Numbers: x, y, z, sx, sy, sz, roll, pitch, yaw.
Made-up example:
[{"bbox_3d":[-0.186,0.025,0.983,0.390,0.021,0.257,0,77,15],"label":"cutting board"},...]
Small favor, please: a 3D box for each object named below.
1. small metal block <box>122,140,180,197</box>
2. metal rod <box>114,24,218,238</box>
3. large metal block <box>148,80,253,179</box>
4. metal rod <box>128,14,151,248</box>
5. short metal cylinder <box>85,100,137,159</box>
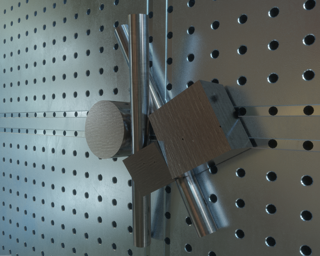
[{"bbox_3d":[-0.009,0.047,0.370,0.050,0.025,0.050,-32,85,27],"label":"small metal block"},{"bbox_3d":[0.001,-0.009,0.403,0.025,0.025,0.299,-35,69,34],"label":"metal rod"},{"bbox_3d":[0.044,0.003,0.352,0.080,0.050,0.080,-34,69,35],"label":"large metal block"},{"bbox_3d":[-0.025,0.011,0.400,0.025,0.025,0.298,8,103,39],"label":"metal rod"},{"bbox_3d":[-0.061,0.002,0.439,0.080,0.050,0.079,0,90,39],"label":"short metal cylinder"}]
